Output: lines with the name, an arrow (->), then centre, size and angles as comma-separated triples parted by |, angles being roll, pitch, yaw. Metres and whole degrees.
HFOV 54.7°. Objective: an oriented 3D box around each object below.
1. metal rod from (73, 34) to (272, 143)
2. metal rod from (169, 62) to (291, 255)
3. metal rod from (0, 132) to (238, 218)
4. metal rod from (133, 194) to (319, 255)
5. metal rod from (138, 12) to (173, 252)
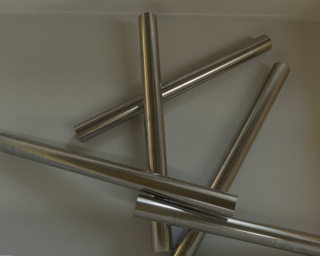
metal rod -> 0.025, -0.059, 0.431 | 0.302, 0.025, 0.025 | -27, 73, -10
metal rod -> 0.097, 0.035, 0.397 | 0.025, 0.025, 0.300 | 30, 72, 10
metal rod -> -0.063, 0.050, 0.364 | 0.301, 0.025, 0.025 | 13, 70, 14
metal rod -> 0.120, 0.120, 0.348 | 0.302, 0.025, 0.025 | 14, 71, -3
metal rod -> -0.007, -0.005, 0.390 | 0.025, 0.025, 0.299 | -3, 78, -2
